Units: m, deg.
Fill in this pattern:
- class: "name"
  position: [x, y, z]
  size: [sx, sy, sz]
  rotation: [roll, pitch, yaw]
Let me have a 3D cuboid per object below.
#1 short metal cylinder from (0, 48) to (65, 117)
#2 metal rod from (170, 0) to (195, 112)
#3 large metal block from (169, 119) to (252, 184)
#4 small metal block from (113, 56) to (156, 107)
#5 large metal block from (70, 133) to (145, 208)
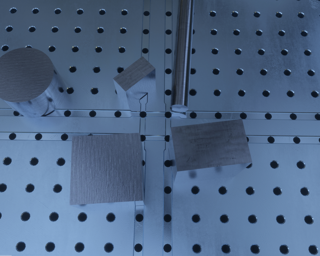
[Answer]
- class: "short metal cylinder"
  position: [-0.176, -0.060, 0.418]
  size: [0.081, 0.050, 0.080]
  rotation: [0, 70, 0]
- class: "metal rod"
  position: [0.039, -0.167, 0.473]
  size: [0.025, 0.025, 0.299]
  rotation: [5, 70, 1]
- class: "large metal block"
  position: [0.055, 0.031, 0.372]
  size: [0.081, 0.080, 0.050]
  rotation: [-7, 70, -3]
- class: "small metal block"
  position: [-0.033, -0.062, 0.421]
  size: [0.050, 0.050, 0.025]
  rotation: [-40, 75, -13]
- class: "large metal block"
  position: [-0.062, 0.054, 0.378]
  size: [0.081, 0.050, 0.080]
  rotation: [-3, 70, -2]
